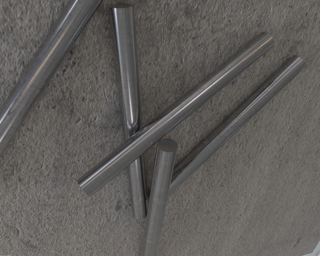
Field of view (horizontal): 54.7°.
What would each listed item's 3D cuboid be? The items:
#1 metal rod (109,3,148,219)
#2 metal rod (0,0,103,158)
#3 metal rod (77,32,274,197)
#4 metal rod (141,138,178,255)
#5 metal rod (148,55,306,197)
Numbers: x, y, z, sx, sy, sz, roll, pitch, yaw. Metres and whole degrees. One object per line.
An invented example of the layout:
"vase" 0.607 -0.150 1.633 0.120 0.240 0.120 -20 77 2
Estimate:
"metal rod" -0.034 0.003 0.389 0.025 0.025 0.298 -15 125 -20
"metal rod" -0.128 -0.043 0.309 0.025 0.025 0.299 29 102 -38
"metal rod" 0.027 -0.024 0.383 0.301 0.025 0.025 -39 130 -11
"metal rod" -0.008 0.137 0.459 0.025 0.025 0.298 -10 131 -23
"metal rod" 0.098 0.005 0.462 0.300 0.025 0.025 -44 129 2
